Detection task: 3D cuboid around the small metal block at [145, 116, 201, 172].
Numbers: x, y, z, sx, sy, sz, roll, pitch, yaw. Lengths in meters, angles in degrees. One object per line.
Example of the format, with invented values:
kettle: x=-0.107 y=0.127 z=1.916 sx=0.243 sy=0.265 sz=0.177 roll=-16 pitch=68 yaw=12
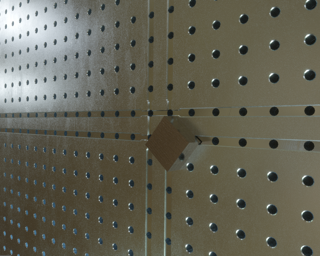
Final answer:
small metal block: x=0.015 y=0.020 z=0.398 sx=0.050 sy=0.025 sz=0.050 roll=49 pitch=119 yaw=29
